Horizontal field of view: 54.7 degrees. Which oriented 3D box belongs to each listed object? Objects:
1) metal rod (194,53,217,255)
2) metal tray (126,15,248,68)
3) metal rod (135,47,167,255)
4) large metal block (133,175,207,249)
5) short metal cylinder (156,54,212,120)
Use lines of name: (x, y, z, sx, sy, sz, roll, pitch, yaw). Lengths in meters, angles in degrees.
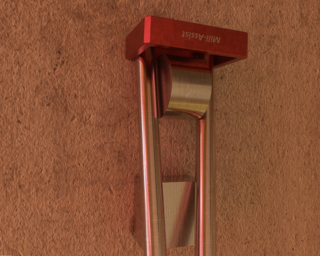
metal rod: (0.056, 0.046, 0.383, 0.025, 0.025, 0.299, 9, 72, -20)
metal tray: (0.031, -0.102, 0.388, 0.131, 0.090, 0.030, 2, 90, -20)
metal rod: (-0.011, 0.042, 0.359, 0.025, 0.025, 0.299, 2, 74, -20)
large metal block: (0.011, 0.105, 0.400, 0.081, 0.050, 0.079, 2, 90, -20)
short metal cylinder: (0.023, -0.050, 0.391, 0.050, 0.080, 0.079, 2, 90, -21)
